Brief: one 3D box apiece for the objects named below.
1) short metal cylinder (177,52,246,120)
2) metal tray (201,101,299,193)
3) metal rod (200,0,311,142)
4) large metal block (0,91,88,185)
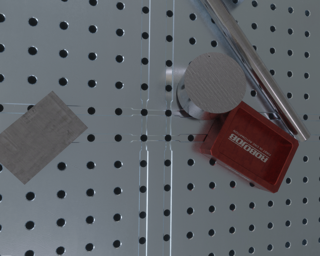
[{"bbox_3d":[0.067,-0.054,0.414,0.081,0.050,0.080,1,81,-7],"label":"short metal cylinder"},{"bbox_3d":[0.136,0.028,0.459,0.130,0.030,0.090,32,80,-18],"label":"metal tray"},{"bbox_3d":[0.138,-0.099,0.463,0.025,0.025,0.300,-42,104,-15],"label":"metal rod"},{"bbox_3d":[-0.130,0.008,0.335,0.080,0.080,0.050,-44,104,-15],"label":"large metal block"}]
